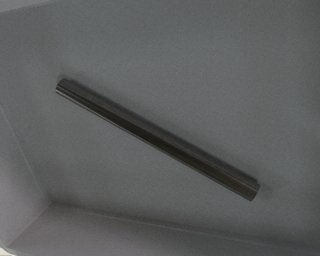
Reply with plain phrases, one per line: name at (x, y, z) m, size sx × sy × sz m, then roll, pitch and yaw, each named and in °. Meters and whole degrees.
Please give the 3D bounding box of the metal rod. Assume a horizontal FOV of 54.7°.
metal rod at (-0.010, 0.011, 0.417) m, size 0.301 × 0.025 × 0.025 m, roll 29°, pitch 128°, yaw 9°
